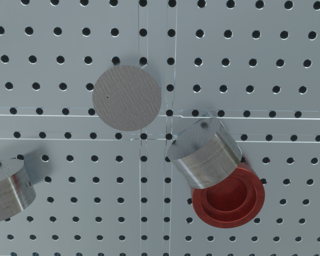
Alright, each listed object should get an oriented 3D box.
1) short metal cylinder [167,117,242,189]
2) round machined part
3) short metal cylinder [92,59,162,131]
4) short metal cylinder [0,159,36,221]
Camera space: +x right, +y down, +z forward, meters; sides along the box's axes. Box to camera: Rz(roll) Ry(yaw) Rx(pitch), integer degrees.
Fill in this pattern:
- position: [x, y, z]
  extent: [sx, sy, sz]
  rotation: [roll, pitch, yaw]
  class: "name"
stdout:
- position: [0.056, 0.031, 0.396]
  extent: [0.080, 0.080, 0.050]
  rotation: [-35, 107, 12]
  class: "short metal cylinder"
- position: [0.093, 0.089, 0.438]
  extent: [0.099, 0.042, 0.097]
  rotation: [0, 110, 0]
  class: "round machined part"
- position: [-0.038, -0.042, 0.384]
  extent: [0.081, 0.050, 0.079]
  rotation: [0, 110, 0]
  class: "short metal cylinder"
- position: [-0.214, 0.082, 0.412]
  extent: [0.080, 0.080, 0.050]
  rotation: [-10, 110, 3]
  class: "short metal cylinder"
